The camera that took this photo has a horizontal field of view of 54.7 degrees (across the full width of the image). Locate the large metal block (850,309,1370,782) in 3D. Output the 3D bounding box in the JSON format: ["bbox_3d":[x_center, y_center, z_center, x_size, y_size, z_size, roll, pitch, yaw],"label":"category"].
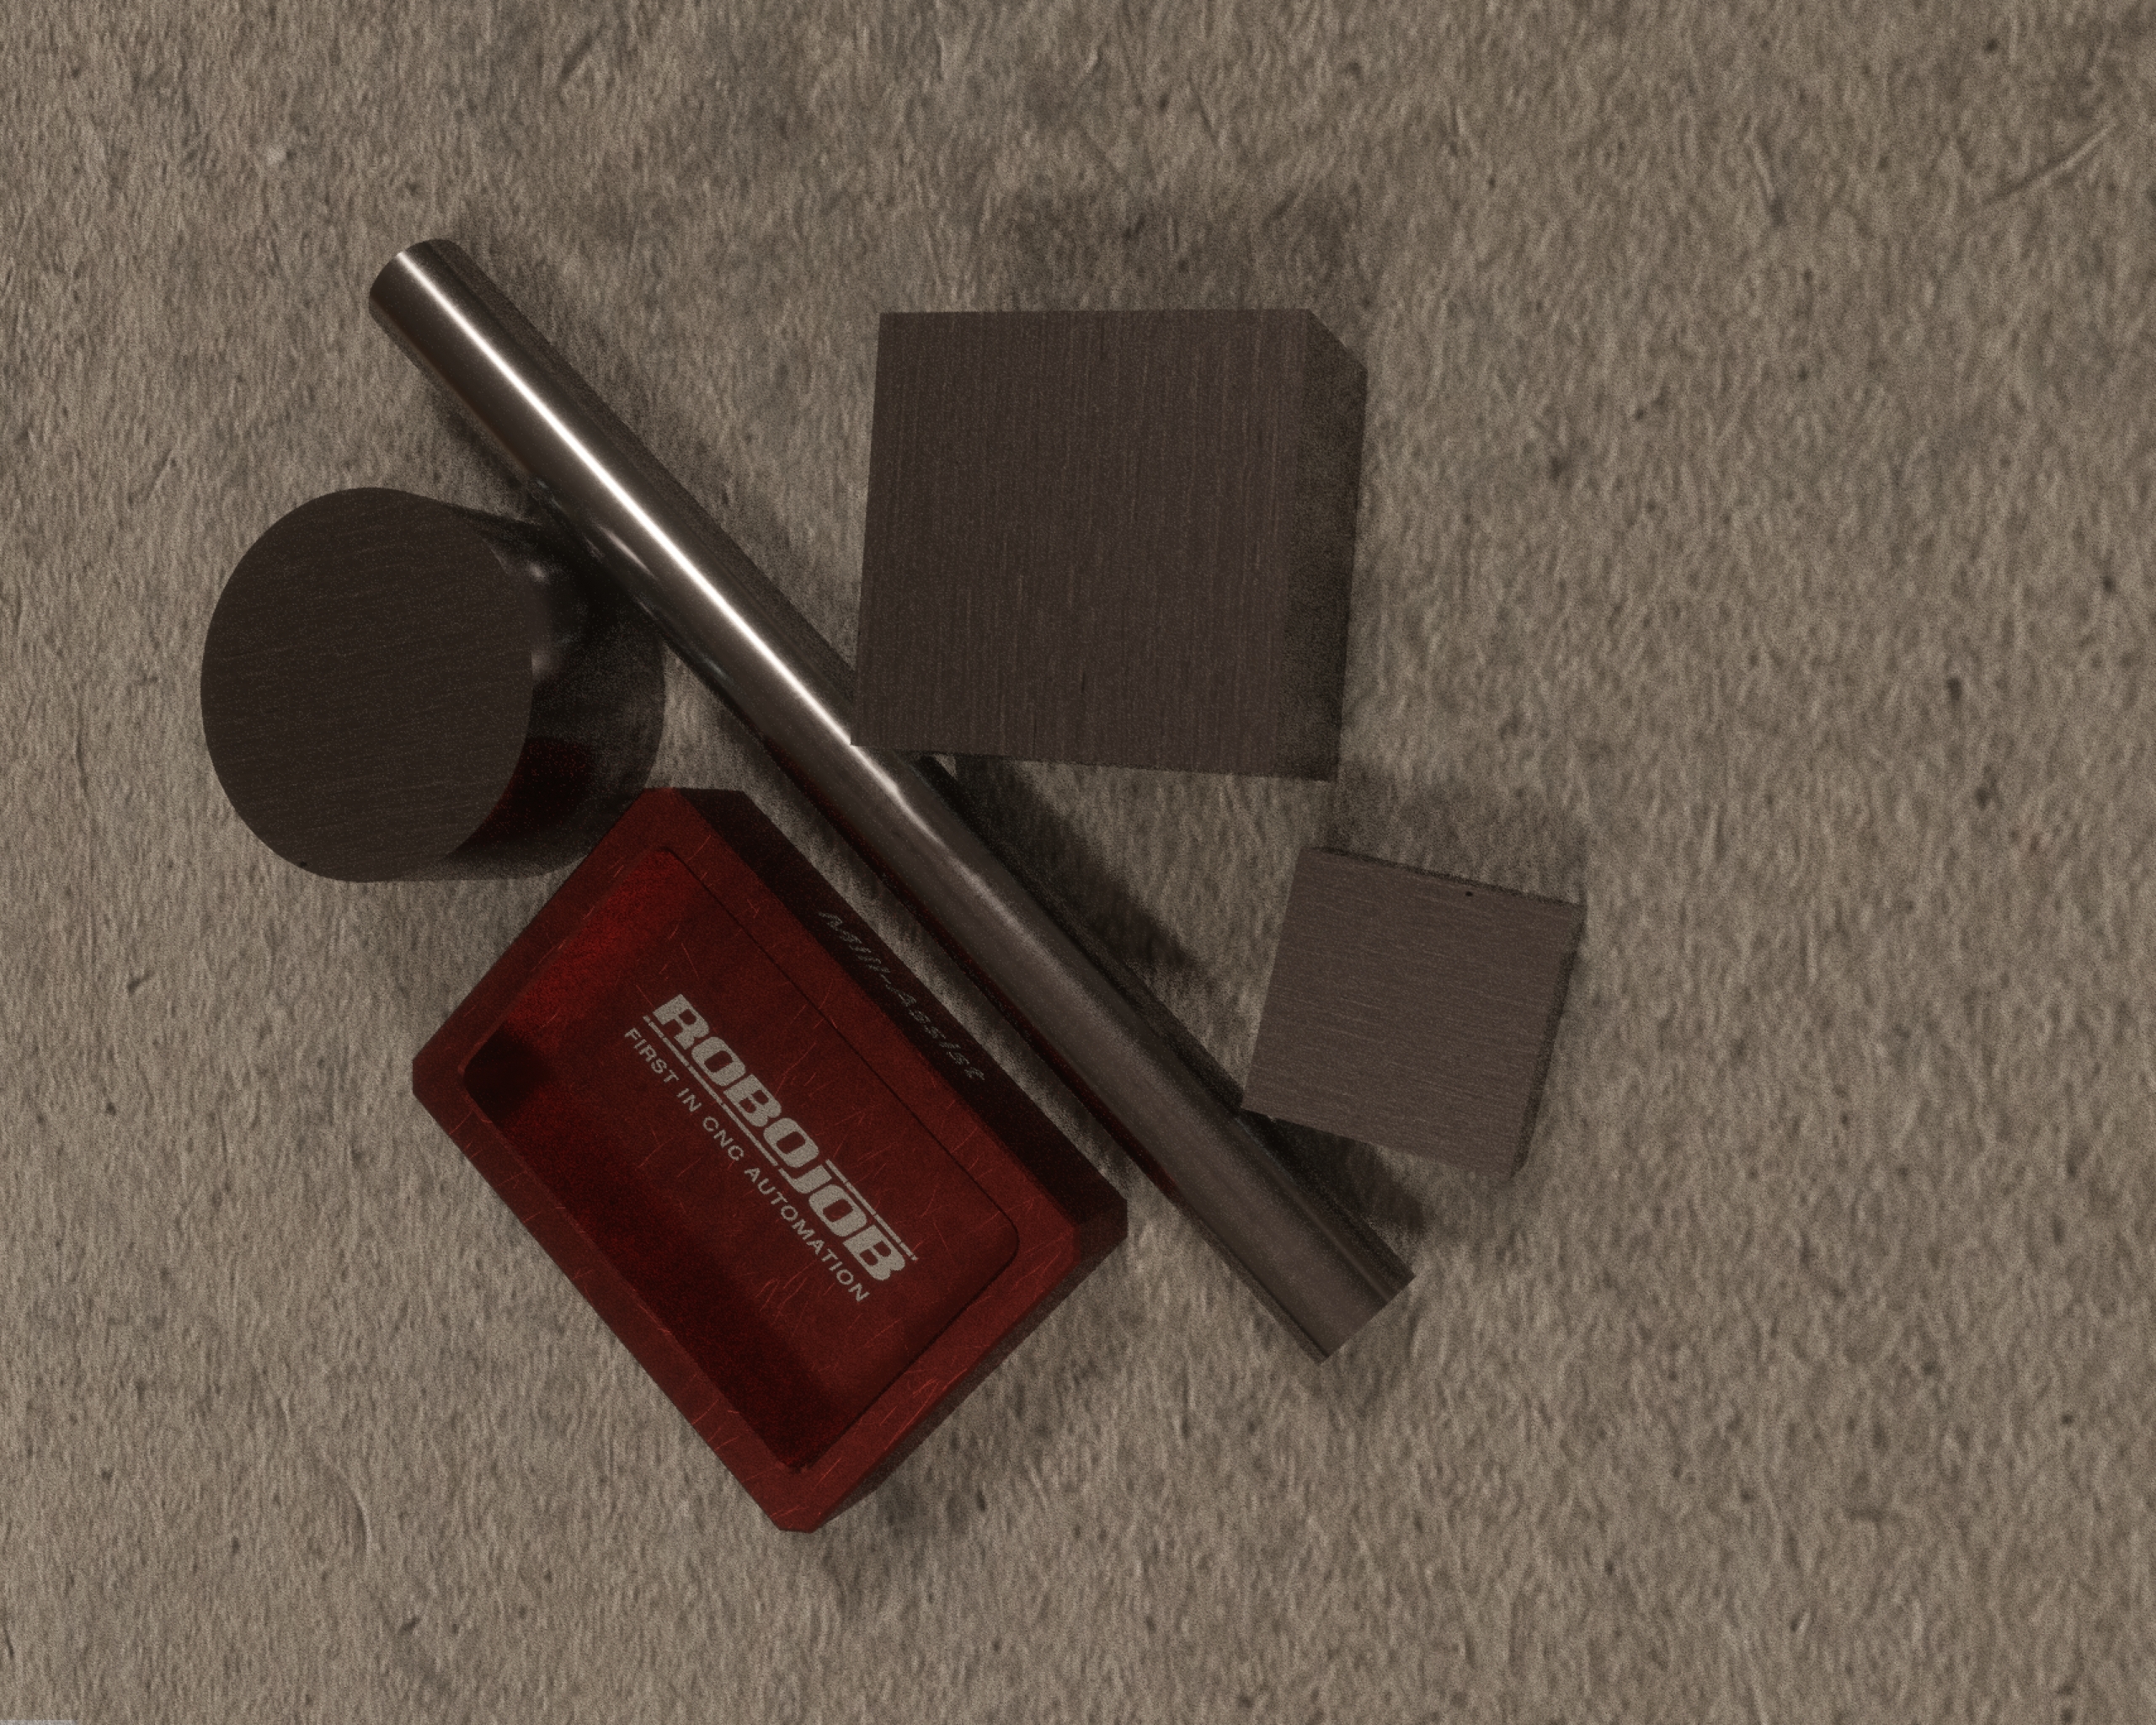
[{"bbox_3d":[0.007,-0.058,0.394,0.080,0.050,0.079,5,92,19],"label":"large metal block"}]

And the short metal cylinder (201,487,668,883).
[{"bbox_3d":[-0.136,-0.036,0.443,0.080,0.050,0.079,0,90,19],"label":"short metal cylinder"}]

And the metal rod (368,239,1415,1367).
[{"bbox_3d":[-0.046,-0.021,0.425,0.025,0.025,0.300,-46,76,14],"label":"metal rod"}]

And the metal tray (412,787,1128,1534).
[{"bbox_3d":[-0.065,0.058,0.429,0.130,0.030,0.090,46,104,14],"label":"metal tray"}]

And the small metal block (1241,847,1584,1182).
[{"bbox_3d":[0.063,0.027,0.388,0.050,0.025,0.050,14,95,19],"label":"small metal block"}]
